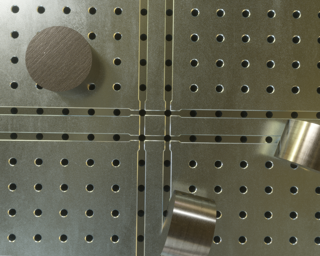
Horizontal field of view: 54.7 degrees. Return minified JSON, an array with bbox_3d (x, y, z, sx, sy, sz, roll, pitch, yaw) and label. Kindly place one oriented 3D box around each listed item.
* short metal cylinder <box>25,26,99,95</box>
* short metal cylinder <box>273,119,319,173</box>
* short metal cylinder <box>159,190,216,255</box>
[{"bbox_3d":[-0.123,-0.084,0.399,0.081,0.050,0.079,0,90,-1],"label":"short metal cylinder"},{"bbox_3d":[0.191,0.027,0.389,0.080,0.080,0.050,21,90,-1],"label":"short metal cylinder"},{"bbox_3d":[0.034,0.123,0.386,0.050,0.080,0.080,15,90,0],"label":"short metal cylinder"}]
